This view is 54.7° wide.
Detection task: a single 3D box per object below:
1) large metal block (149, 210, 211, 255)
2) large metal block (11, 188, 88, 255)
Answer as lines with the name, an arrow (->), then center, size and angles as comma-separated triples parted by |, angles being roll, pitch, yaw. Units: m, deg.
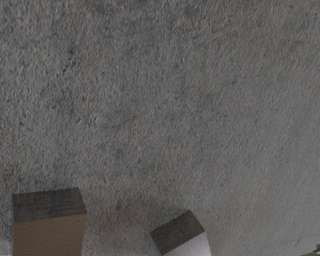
large metal block -> 0.037, 0.202, 0.536 | 0.080, 0.050, 0.080 | -25, 128, -13
large metal block -> -0.142, 0.127, 0.391 | 0.081, 0.050, 0.079 | 0, 119, -28
